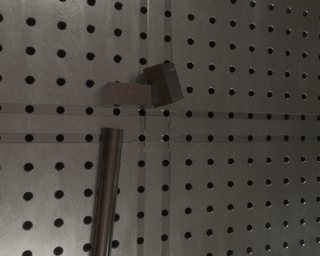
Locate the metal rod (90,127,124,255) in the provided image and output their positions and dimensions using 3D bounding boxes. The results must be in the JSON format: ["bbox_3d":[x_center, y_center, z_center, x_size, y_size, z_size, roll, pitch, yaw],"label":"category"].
[{"bbox_3d":[-0.073,0.149,0.386,0.025,0.025,0.298,6,88,-20],"label":"metal rod"}]

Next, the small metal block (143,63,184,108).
[{"bbox_3d":[0.006,-0.056,0.400,0.025,0.050,0.050,-14,97,23],"label":"small metal block"}]

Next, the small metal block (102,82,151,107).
[{"bbox_3d":[-0.043,-0.040,0.384,0.050,0.050,0.025,1,90,-20],"label":"small metal block"}]
